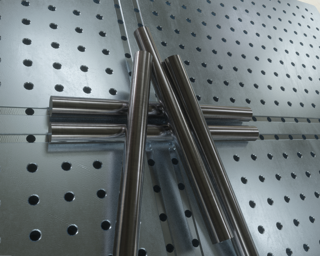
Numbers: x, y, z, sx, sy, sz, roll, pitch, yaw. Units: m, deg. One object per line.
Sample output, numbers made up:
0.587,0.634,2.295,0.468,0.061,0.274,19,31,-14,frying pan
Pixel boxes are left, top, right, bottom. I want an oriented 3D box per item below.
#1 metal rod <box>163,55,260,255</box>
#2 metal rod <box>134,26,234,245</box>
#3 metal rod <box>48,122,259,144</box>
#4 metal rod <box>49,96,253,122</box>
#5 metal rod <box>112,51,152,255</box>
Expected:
0.065,0.042,0.395,0.025,0.025,0.299,-11,75,-33,metal rod
0.022,-0.007,0.394,0.025,0.025,0.299,-6,65,-31,metal rod
0.012,0.007,0.412,0.303,0.025,0.025,1,62,-28,metal rod
0.007,-0.023,0.428,0.303,0.025,0.025,1,62,-28,metal rod
-0.030,0.041,0.344,0.025,0.025,0.299,14,63,-21,metal rod
